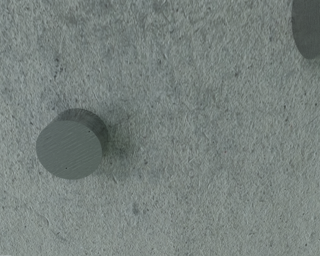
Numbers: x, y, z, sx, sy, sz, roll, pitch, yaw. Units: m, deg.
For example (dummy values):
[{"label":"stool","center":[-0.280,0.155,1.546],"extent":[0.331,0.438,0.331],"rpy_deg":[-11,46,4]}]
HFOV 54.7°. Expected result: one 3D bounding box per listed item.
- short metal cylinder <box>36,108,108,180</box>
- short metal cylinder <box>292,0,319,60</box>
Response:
[{"label":"short metal cylinder","center":[-0.111,0.020,0.403],"extent":[0.081,0.050,0.079],"rpy_deg":[0,110,0]},{"label":"short metal cylinder","center":[0.185,-0.120,0.338],"extent":[0.050,0.080,0.079],"rpy_deg":[-11,110,4]}]
